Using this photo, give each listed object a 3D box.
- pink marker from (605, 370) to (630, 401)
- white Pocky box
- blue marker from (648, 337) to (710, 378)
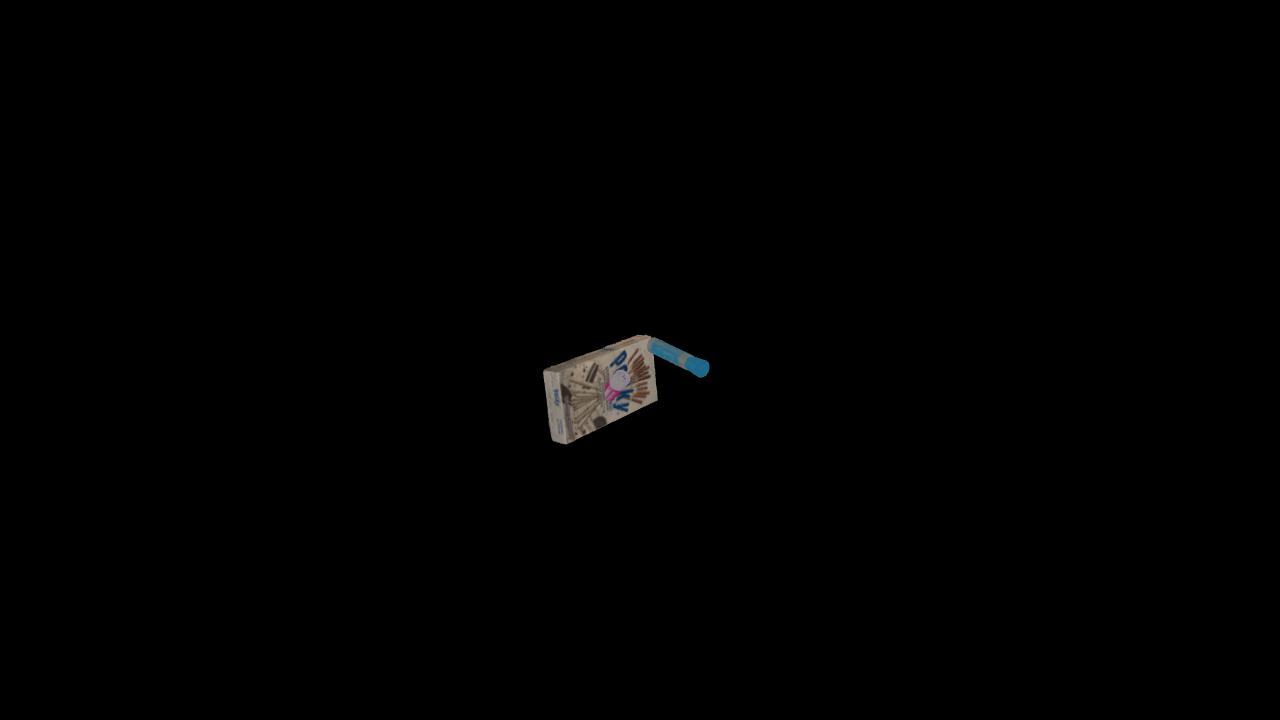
[{"bbox_3d":[-0.045,0.049,0.700,0.020,0.020,0.121,0,-31,-32],"label":"pink marker"},{"bbox_3d":[-0.040,0.030,0.692,0.028,0.084,0.154,8,21,40],"label":"white Pocky box"},{"bbox_3d":[0.041,-0.004,0.677,0.020,0.020,0.121,0,13,-26],"label":"blue marker"}]
